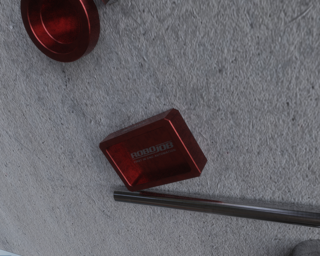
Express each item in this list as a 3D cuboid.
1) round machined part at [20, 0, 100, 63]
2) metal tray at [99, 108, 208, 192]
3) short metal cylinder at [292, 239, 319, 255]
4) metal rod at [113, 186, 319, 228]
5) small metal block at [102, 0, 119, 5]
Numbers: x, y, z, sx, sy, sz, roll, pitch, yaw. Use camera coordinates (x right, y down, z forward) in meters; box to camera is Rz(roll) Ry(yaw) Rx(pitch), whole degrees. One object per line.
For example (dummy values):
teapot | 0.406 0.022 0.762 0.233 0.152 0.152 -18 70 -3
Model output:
round machined part | -0.113 -0.132 0.372 0.098 0.042 0.097 13 124 20
metal tray | -0.012 0.035 0.430 0.130 0.030 0.090 -21 108 35
short metal cylinder | 0.211 0.192 0.398 0.080 0.050 0.079 13 124 20
metal rod | 0.064 0.108 0.438 0.300 0.025 0.025 0 118 28
small metal block | -0.053 -0.170 0.328 0.050 0.025 0.050 -31 102 37
